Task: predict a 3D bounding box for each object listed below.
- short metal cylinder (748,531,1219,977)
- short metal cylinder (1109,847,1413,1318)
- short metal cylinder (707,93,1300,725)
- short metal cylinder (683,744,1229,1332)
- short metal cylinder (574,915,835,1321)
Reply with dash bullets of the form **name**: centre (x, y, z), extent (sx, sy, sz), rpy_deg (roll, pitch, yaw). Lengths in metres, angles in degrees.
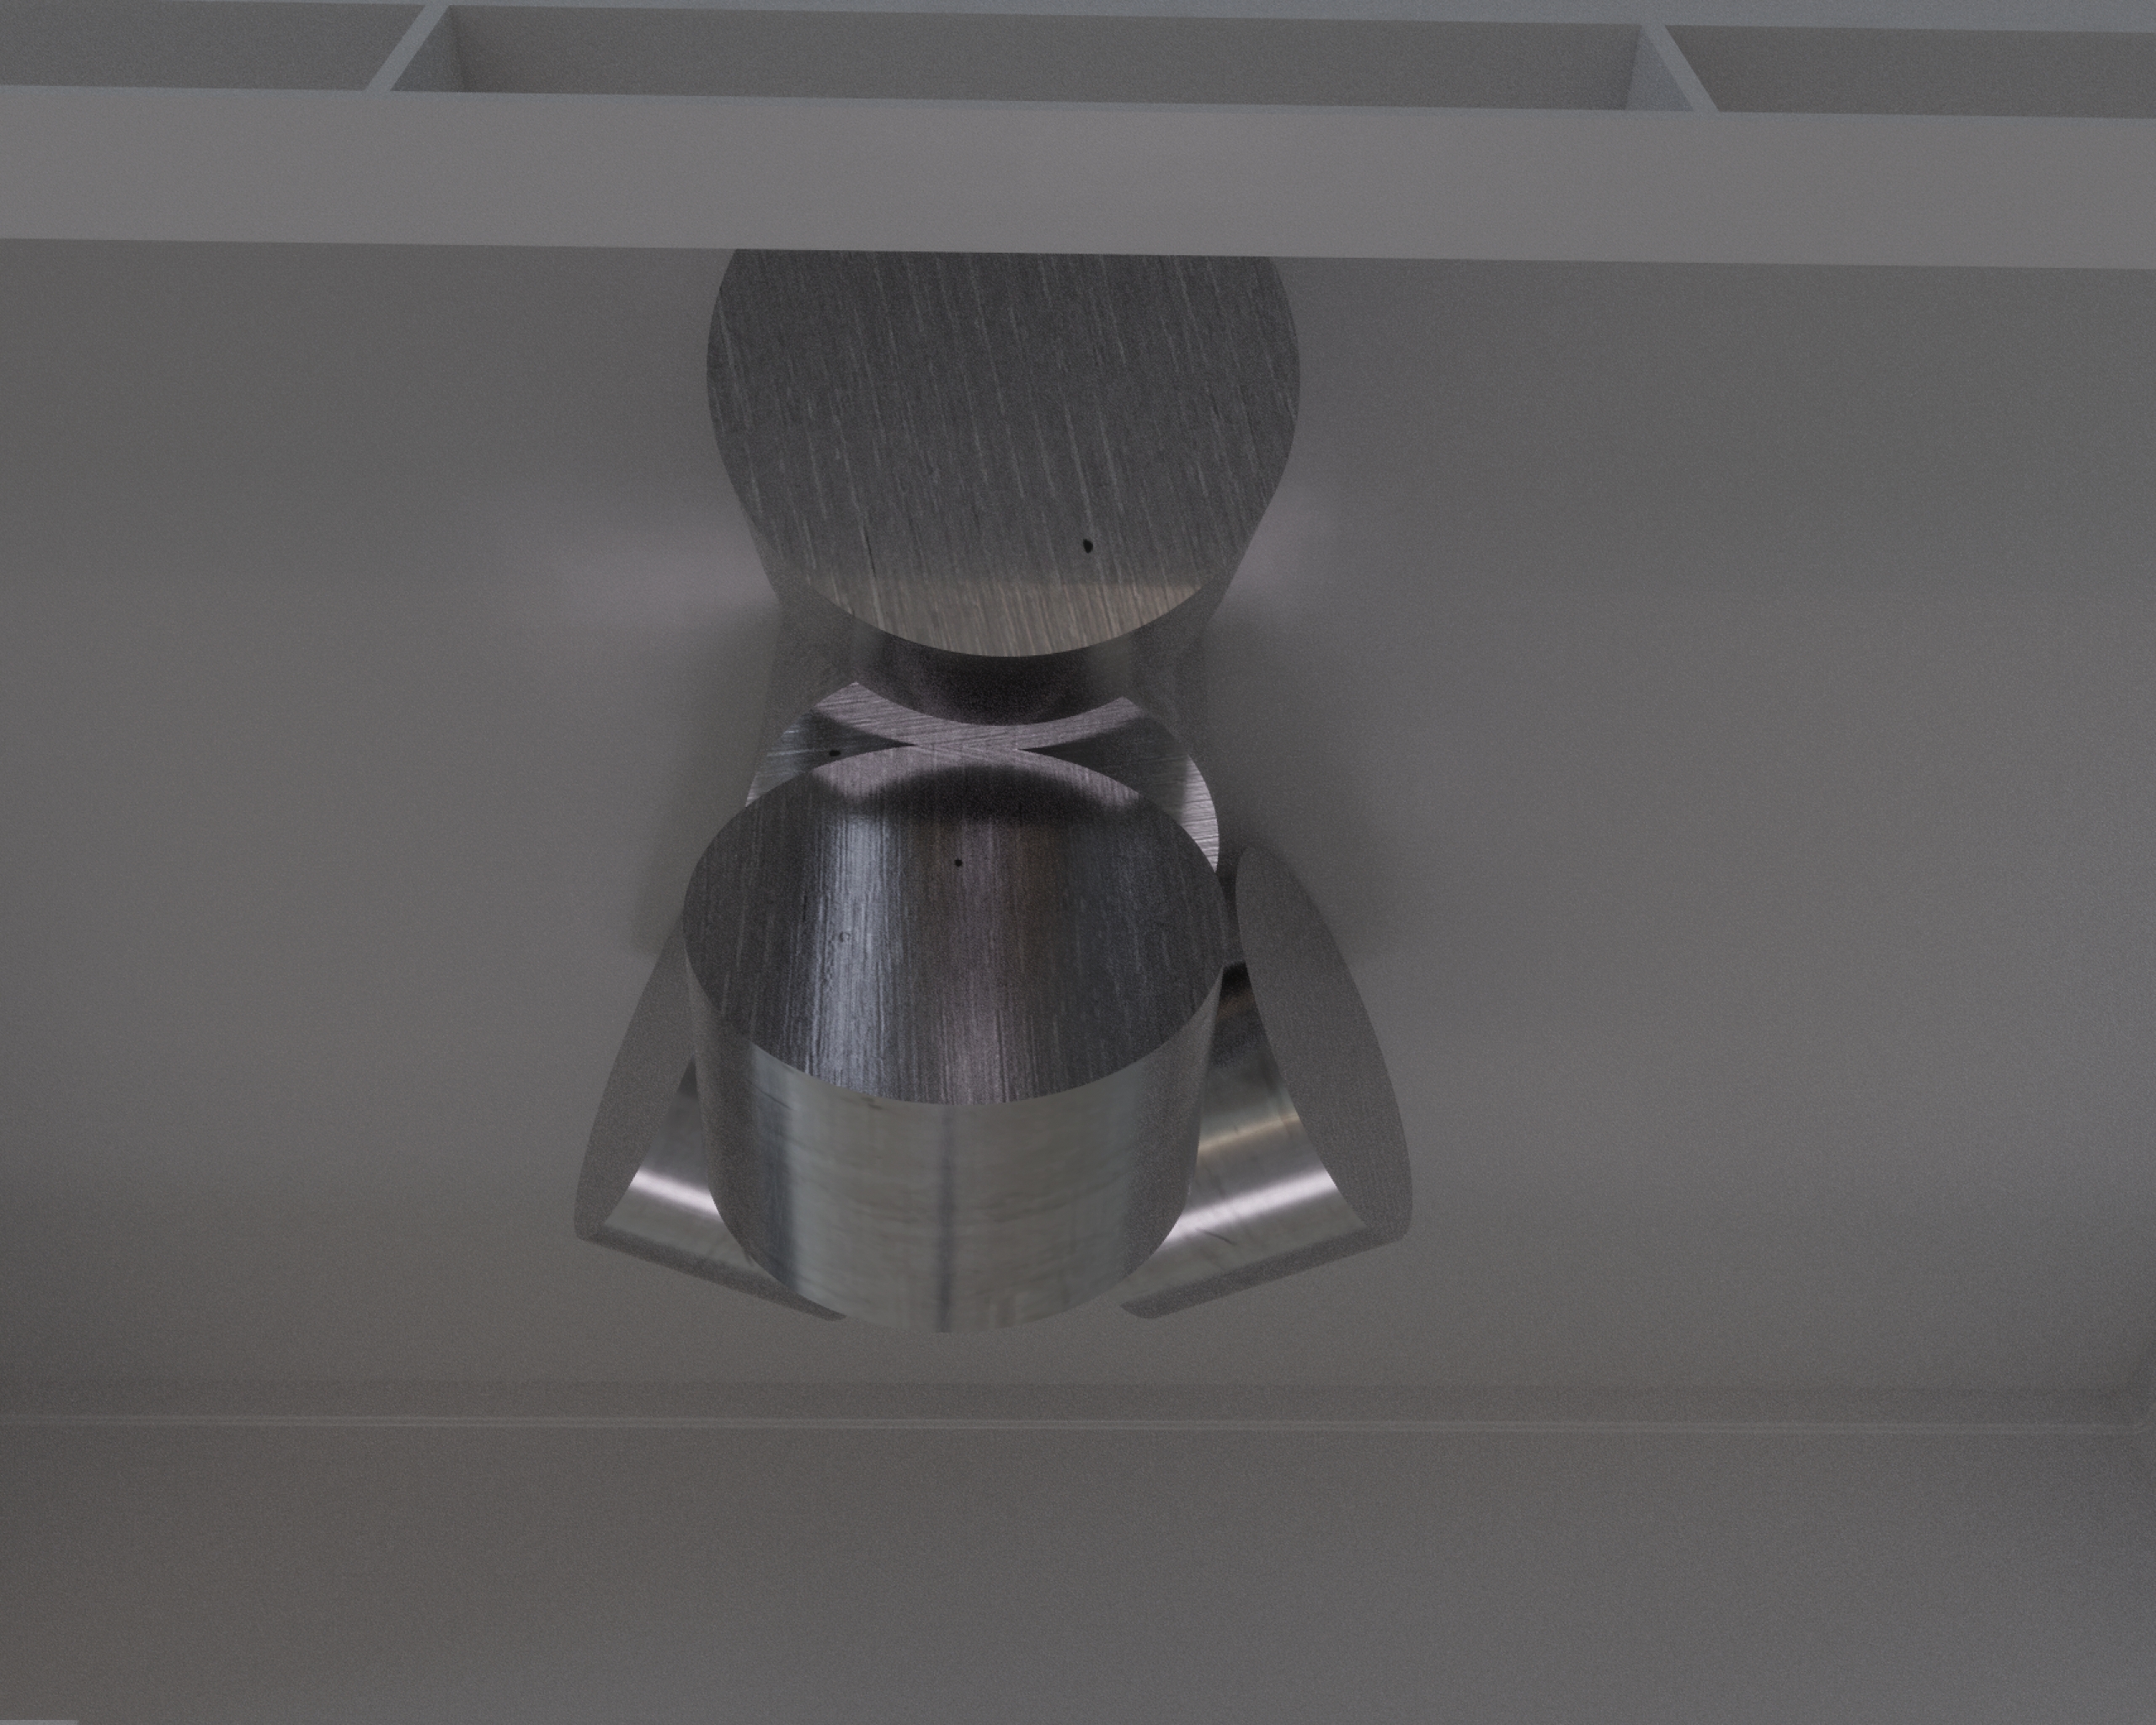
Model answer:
- **short metal cylinder**: centre (-0.016, -0.018, 0.373), extent (0.081, 0.050, 0.079), rpy_deg (0, 130, 0)
- **short metal cylinder**: centre (0.026, 0.043, 0.408), extent (0.050, 0.080, 0.080), rpy_deg (-22, 127, 18)
- **short metal cylinder**: centre (-0.011, -0.064, 0.308), extent (0.081, 0.080, 0.050), rpy_deg (3, 173, -3)
- **short metal cylinder**: centre (-0.019, 0.025, 0.326), extent (0.081, 0.080, 0.050), rpy_deg (2, 130, -2)
- **short metal cylinder**: centre (-0.058, 0.043, 0.406), extent (0.050, 0.080, 0.080), rpy_deg (23, 126, -18)
